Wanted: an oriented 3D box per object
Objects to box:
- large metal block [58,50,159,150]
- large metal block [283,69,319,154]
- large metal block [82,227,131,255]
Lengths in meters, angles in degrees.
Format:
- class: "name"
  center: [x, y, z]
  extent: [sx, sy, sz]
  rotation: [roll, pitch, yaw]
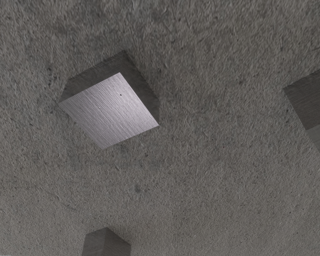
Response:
- class: "large metal block"
  center: [-0.056, -0.031, 0.364]
  extent: [0.080, 0.050, 0.080]
  rotation: [-23, 127, 18]
- class: "large metal block"
  center: [0.199, -0.026, 0.350]
  extent: [0.080, 0.080, 0.050]
  rotation: [-30, 124, 23]
- class: "large metal block"
  center: [-0.100, 0.247, 0.580]
  extent: [0.050, 0.080, 0.080]
  rotation: [-25, 126, 20]
